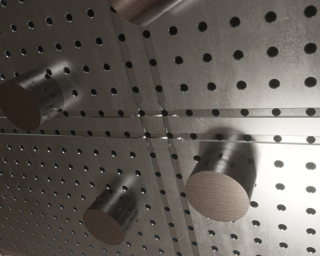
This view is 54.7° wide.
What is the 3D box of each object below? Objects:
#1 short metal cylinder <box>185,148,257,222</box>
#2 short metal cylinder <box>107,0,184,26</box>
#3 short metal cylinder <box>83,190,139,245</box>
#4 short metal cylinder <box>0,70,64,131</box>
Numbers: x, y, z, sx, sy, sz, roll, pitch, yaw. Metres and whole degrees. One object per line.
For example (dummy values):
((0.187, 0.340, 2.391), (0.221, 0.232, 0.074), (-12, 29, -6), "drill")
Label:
((0.079, 0.073, 0.398), (0.080, 0.050, 0.079), (13, 124, 20), "short metal cylinder")
((-0.015, -0.145, 0.292), (0.050, 0.080, 0.080), (-24, 106, 36), "short metal cylinder")
((-0.084, 0.153, 0.532), (0.080, 0.050, 0.079), (13, 124, 20), "short metal cylinder")
((-0.195, -0.042, 0.469), (0.080, 0.050, 0.079), (13, 124, 21), "short metal cylinder")
